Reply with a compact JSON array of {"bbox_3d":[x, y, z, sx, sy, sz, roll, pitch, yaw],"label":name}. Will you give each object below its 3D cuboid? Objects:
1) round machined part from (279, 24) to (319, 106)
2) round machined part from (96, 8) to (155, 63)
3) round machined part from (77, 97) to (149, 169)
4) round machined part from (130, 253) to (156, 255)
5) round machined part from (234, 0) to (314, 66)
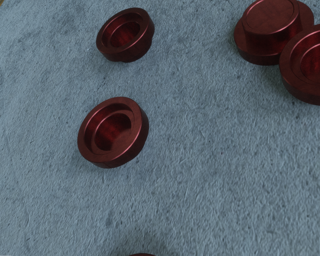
[{"bbox_3d":[0.184,-0.065,0.336,0.098,0.042,0.098,-13,56,21],"label":"round machined part"},{"bbox_3d":[-0.053,-0.147,0.511,0.098,0.042,0.098,-13,56,21],"label":"round machined part"},{"bbox_3d":[-0.058,0.010,0.418,0.098,0.042,0.098,-13,56,21],"label":"round machined part"},{"bbox_3d":[-0.012,0.174,0.293,0.098,0.042,0.098,-13,56,21],"label":"round machined part"},{"bbox_3d":[0.144,-0.132,0.398,0.098,0.042,0.098,-13,56,21],"label":"round machined part"}]
